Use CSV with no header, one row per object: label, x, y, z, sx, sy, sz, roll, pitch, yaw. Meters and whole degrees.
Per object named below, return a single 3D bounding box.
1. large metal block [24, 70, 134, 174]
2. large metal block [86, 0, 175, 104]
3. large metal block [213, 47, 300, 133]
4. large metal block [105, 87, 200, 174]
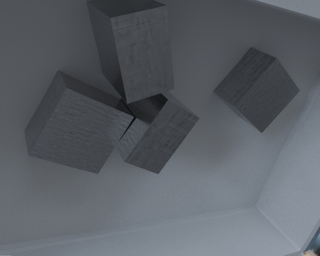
large metal block,-0.090,-0.004,0.342,0.080,0.050,0.080,24,105,-37
large metal block,-0.029,-0.082,0.307,0.050,0.080,0.079,-20,126,-17
large metal block,0.137,-0.052,0.437,0.080,0.050,0.080,35,99,-39
large metal block,-0.014,-0.007,0.363,0.050,0.080,0.080,27,103,-38
